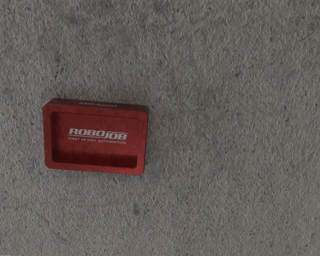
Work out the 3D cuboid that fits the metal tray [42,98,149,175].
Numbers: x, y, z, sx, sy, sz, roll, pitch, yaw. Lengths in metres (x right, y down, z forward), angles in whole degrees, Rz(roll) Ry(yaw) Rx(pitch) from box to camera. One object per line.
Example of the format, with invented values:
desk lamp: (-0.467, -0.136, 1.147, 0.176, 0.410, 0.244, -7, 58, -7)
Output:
metal tray: (-0.083, 0.012, 0.410, 0.131, 0.030, 0.089, 5, 110, -2)
